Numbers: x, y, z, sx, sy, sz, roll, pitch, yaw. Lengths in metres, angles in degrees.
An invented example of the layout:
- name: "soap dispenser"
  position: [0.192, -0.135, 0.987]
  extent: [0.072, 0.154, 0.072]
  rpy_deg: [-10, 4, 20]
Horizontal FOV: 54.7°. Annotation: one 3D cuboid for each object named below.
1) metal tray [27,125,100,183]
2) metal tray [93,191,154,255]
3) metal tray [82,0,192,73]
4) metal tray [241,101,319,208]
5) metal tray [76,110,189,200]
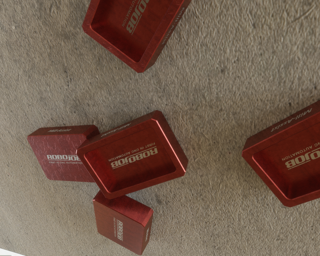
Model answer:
- name: "metal tray"
  position: [-0.147, 0.043, 0.508]
  extent: [0.130, 0.030, 0.090]
  rpy_deg: [-3, 117, 29]
- name: "metal tray"
  position: [-0.061, 0.156, 0.514]
  extent: [0.090, 0.030, 0.129]
  rpy_deg: [23, 141, 13]
- name: "metal tray"
  position: [-0.022, -0.135, 0.331]
  extent: [0.090, 0.030, 0.129]
  rpy_deg: [38, 129, 2]
- name: "metal tray"
  position: [0.167, 0.026, 0.331]
  extent: [0.090, 0.030, 0.129]
  rpy_deg: [49, 129, -7]
- name: "metal tray"
  position: [-0.038, 0.040, 0.428]
  extent: [0.130, 0.030, 0.090]
  rpy_deg: [-22, 108, 22]
